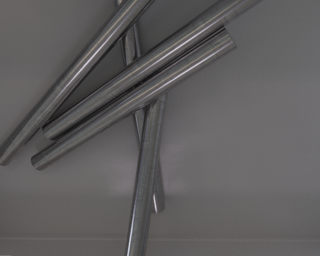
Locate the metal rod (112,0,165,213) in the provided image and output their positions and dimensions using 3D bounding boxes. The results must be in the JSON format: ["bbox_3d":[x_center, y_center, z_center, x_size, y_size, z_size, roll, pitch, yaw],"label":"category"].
[{"bbox_3d":[-0.024,-0.021,0.403,0.025,0.025,0.298,-7,110,2],"label":"metal rod"}]

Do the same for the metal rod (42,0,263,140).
[{"bbox_3d":[-0.026,-0.065,0.357,0.300,0.025,0.025,-30,108,22],"label":"metal rod"}]

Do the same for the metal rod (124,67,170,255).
[{"bbox_3d":[-0.019,0.075,0.374,0.025,0.025,0.298,8,85,-3],"label":"metal rod"}]

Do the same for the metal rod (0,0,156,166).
[{"bbox_3d":[-0.114,-0.053,0.374,0.025,0.025,0.299,42,110,-14],"label":"metal rod"}]

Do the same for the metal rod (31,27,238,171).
[{"bbox_3d":[-0.047,-0.023,0.374,0.300,0.025,0.025,-30,108,21],"label":"metal rod"}]
